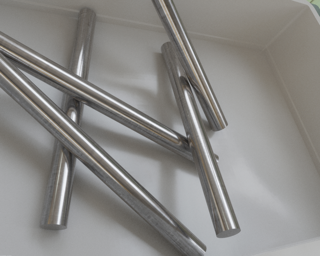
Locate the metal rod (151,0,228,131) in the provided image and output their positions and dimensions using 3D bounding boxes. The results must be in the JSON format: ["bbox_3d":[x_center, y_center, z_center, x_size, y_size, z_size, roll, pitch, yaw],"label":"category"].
[{"bbox_3d":[0.022,-0.127,0.409,0.025,0.025,0.299,-44,114,-39],"label":"metal rod"}]

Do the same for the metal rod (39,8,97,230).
[{"bbox_3d":[-0.103,-0.034,0.370,0.025,0.025,0.299,13,56,-21],"label":"metal rod"}]

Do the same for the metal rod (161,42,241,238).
[{"bbox_3d":[0.041,-0.011,0.400,0.025,0.025,0.300,7,48,-25],"label":"metal rod"}]

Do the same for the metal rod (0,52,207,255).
[{"bbox_3d":[-0.063,0.035,0.323,0.300,0.025,0.025,45,51,-8],"label":"metal rod"}]

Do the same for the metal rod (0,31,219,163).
[{"bbox_3d":[-0.053,-0.023,0.365,0.301,0.025,0.025,29,52,-20],"label":"metal rod"}]
